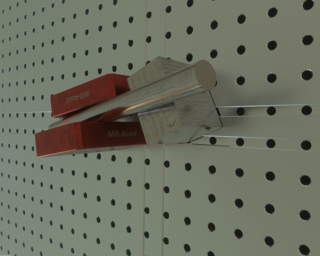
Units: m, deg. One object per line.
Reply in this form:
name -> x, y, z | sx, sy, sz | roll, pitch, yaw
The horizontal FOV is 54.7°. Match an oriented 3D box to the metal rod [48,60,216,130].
metal rod -> -0.060, -0.020, 0.359 | 0.299, 0.025, 0.025 | -13, 82, 48

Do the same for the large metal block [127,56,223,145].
large metal block -> 0.018, -0.028, 0.356 | 0.050, 0.081, 0.080 | -28, 73, 36

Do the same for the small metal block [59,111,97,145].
small metal block -> -0.132, 0.000, 0.498 | 0.025, 0.050, 0.050 | -11, 83, 39

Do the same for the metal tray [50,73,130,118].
metal tray -> -0.076, -0.039, 0.426 | 0.130, 0.091, 0.030 | -11, 84, 39

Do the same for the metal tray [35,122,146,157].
metal tray -> -0.080, 0.014, 0.404 | 0.090, 0.131, 0.030 | -12, 83, 39
